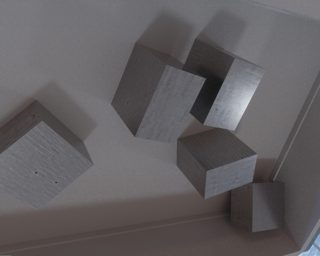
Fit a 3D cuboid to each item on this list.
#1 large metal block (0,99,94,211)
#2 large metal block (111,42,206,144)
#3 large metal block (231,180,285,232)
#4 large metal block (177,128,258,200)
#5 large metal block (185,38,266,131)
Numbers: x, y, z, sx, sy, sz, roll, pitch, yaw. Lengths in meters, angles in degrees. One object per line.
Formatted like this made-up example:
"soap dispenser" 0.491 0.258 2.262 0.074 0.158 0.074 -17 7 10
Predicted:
"large metal block" -0.135 0.030 0.338 0.080 0.050 0.080 -39 130 -2
"large metal block" -0.006 -0.040 0.346 0.050 0.080 0.079 12 112 -34
"large metal block" 0.175 0.135 0.553 0.081 0.050 0.080 4 85 -31
"large metal block" 0.079 0.047 0.447 0.081 0.080 0.050 -15 125 -21
"large metal block" 0.067 -0.054 0.378 0.050 0.080 0.079 10 114 -33
